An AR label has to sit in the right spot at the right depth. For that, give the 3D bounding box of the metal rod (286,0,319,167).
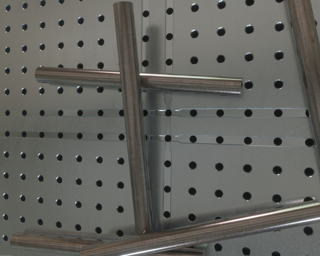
[{"bbox_3d":[0.173,-0.064,0.351,0.025,0.025,0.298,-11,86,19],"label":"metal rod"}]

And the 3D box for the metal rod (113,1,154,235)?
[{"bbox_3d":[-0.033,-0.007,0.403,0.025,0.025,0.298,-3,97,19],"label":"metal rod"}]

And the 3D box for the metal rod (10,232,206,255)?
[{"bbox_3d":[-0.086,0.172,0.441,0.301,0.025,0.025,-2,89,19],"label":"metal rod"}]

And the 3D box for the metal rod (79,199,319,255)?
[{"bbox_3d":[0.040,0.133,0.383,0.301,0.025,0.025,-16,85,13],"label":"metal rod"}]

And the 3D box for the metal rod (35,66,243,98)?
[{"bbox_3d":[-0.042,-0.066,0.426,0.301,0.025,0.025,7,92,19],"label":"metal rod"}]
